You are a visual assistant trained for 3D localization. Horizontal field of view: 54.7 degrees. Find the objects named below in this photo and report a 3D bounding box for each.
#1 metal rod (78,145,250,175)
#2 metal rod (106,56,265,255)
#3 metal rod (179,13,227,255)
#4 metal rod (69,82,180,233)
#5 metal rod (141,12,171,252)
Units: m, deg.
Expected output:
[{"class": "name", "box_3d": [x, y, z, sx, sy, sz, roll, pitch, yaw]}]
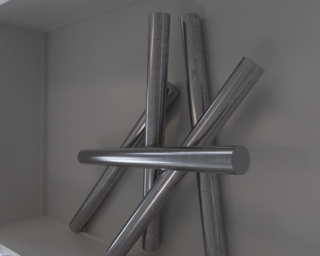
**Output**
[{"class": "metal rod", "box_3d": [-0.026, 0.036, 0.373, 0.299, 0.025, 0.025, -6, 86, 51]}, {"class": "metal rod", "box_3d": [0.016, 0.053, 0.357, 0.025, 0.025, 0.298, 46, 115, 30]}, {"class": "metal rod", "box_3d": [0.051, 0.014, 0.364, 0.025, 0.025, 0.298, -10, 84, 39]}, {"class": "metal rod", "box_3d": [-0.064, 0.057, 0.459, 0.025, 0.025, 0.298, 50, 119, 28]}, {"class": "metal rod", "box_3d": [-0.007, 0.014, 0.388, 0.025, 0.025, 0.298, 12, 105, 39]}]
